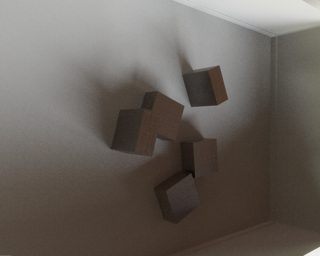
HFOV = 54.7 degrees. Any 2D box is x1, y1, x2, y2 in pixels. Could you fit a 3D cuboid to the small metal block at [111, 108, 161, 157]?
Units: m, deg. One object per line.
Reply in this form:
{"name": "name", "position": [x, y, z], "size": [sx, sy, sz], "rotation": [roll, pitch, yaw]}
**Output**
{"name": "small metal block", "position": [-0.029, 0.005, 0.366], "size": [0.025, 0.050, 0.050], "rotation": [20, 78, -39]}

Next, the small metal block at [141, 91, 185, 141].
{"name": "small metal block", "position": [0.000, -0.015, 0.407], "size": [0.050, 0.025, 0.050], "rotation": [25, 74, -37]}

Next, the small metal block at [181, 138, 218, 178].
{"name": "small metal block", "position": [0.059, 0.043, 0.456], "size": [0.050, 0.025, 0.050], "rotation": [-7, 94, -40]}

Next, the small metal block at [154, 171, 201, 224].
{"name": "small metal block", "position": [0.025, 0.094, 0.427], "size": [0.050, 0.025, 0.050], "rotation": [-28, 108, -37]}

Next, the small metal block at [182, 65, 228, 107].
{"name": "small metal block", "position": [0.064, -0.059, 0.444], "size": [0.025, 0.050, 0.050], "rotation": [-29, 108, -36]}
